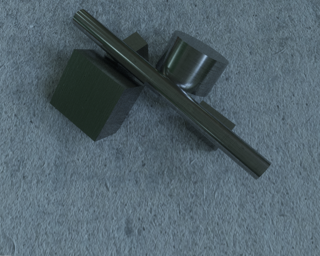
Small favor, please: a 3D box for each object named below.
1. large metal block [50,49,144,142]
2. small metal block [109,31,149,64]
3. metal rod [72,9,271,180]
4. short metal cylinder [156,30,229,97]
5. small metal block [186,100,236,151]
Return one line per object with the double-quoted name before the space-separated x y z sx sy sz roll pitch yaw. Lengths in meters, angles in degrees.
"large metal block" -0.080 -0.043 0.392 0.080 0.050 0.080 39 115 12
"small metal block" -0.044 -0.098 0.432 0.050 0.050 0.025 -37 75 -13
"metal rod" 0.004 -0.049 0.374 0.300 0.025 0.025 41 75 13
"short metal cylinder" 0.042 -0.084 0.405 0.080 0.080 0.050 37 115 12
"small metal block" 0.063 -0.002 0.394 0.050 0.050 0.025 39 75 12
